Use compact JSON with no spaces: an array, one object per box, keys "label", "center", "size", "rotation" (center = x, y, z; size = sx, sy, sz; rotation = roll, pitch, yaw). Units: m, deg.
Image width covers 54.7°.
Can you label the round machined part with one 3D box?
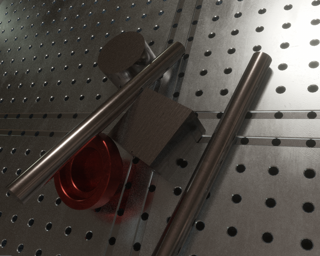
[{"label":"round machined part","center":[-0.086,0.053,0.396],"size":[0.098,0.042,0.098],"rotation":[-7,77,32]}]

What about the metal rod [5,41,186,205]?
[{"label":"metal rod","center":[-0.058,-0.026,0.386],"size":[0.025,0.025,0.301],"rotation":[17,49,34]}]

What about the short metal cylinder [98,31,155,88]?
[{"label":"short metal cylinder","center":[-0.048,-0.101,0.478],"size":[0.080,0.050,0.080],"rotation":[-13,57,20]}]

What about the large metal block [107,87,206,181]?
[{"label":"large metal block","center":[-0.004,0.006,0.389],"size":[0.080,0.050,0.080],"rotation":[31,78,37]}]

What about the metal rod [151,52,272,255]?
[{"label":"metal rod","center":[0.059,0.037,0.353],"size":[0.025,0.025,0.300],"rotation":[18,71,35]}]
